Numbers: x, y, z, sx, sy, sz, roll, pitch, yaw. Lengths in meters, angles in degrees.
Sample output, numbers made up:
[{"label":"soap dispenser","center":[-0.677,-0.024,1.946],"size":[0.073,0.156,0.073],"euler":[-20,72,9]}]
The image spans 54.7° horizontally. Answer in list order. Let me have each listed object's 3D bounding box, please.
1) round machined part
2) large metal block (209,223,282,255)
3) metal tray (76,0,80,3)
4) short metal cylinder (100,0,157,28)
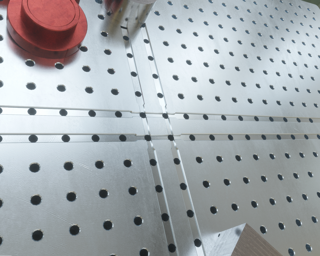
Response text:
[{"label":"round machined part","center":[-0.142,-0.143,0.398],"size":[0.099,0.042,0.098],"euler":[10,67,-25]},{"label":"large metal block","center":[0.095,0.167,0.341],"size":[0.080,0.050,0.080],"euler":[42,51,1]},{"label":"metal tray","center":[-0.183,-0.222,0.442],"size":[0.131,0.030,0.090],"euler":[3,60,-27]},{"label":"short metal cylinder","center":[-0.049,-0.207,0.492],"size":[0.081,0.050,0.080],"euler":[14,56,-21]}]
